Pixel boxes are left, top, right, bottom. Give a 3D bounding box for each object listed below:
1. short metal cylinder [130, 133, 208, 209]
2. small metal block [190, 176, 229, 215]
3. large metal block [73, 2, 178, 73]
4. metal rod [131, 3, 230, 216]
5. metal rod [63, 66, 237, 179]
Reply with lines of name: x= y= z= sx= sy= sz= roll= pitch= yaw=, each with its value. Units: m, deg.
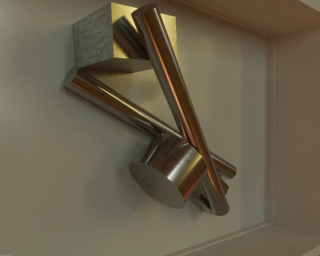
short metal cylinder: x=0.010 y=0.053 z=0.379 sx=0.050 sy=0.080 sz=0.080 roll=-48 pitch=119 yaw=-30
small metal block: x=0.073 y=0.096 z=0.469 sx=0.050 sy=0.025 sz=0.050 roll=46 pitch=63 yaw=-31
large metal block: x=-0.039 y=-0.093 z=0.339 sx=0.081 sy=0.080 sz=0.050 roll=-5 pitch=94 yaw=-40
metal rod: x=0.037 y=0.006 z=0.362 sx=0.025 sy=0.025 sz=0.299 roll=-48 pitch=131 yaw=-29
metal rod: x=0.010 y=0.008 z=0.415 sx=0.301 sy=0.025 sz=0.025 roll=31 pitch=71 yaw=-36
